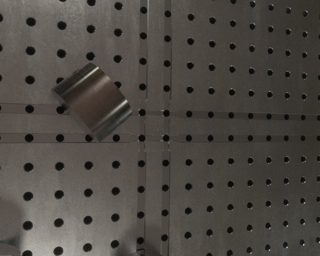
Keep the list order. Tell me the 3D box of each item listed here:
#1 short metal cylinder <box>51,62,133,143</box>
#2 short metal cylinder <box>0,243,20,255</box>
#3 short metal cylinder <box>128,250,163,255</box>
[{"bbox_3d":[-0.078,-0.028,0.355,0.050,0.080,0.080,-42,104,-15],"label":"short metal cylinder"},{"bbox_3d":[-0.188,0.156,0.314,0.081,0.080,0.050,4,89,-20],"label":"short metal cylinder"},{"bbox_3d":[-0.015,0.205,0.395,0.081,0.050,0.079,0,90,-21],"label":"short metal cylinder"}]
